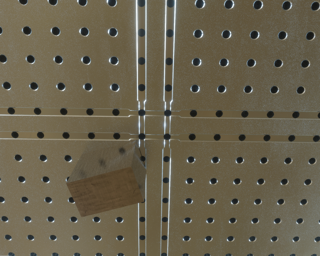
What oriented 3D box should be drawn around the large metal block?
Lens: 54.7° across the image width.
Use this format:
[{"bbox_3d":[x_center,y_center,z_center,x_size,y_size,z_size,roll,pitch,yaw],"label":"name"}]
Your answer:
[{"bbox_3d":[-0.065,0.063,0.407,0.080,0.080,0.050,-15,110,5],"label":"large metal block"}]
